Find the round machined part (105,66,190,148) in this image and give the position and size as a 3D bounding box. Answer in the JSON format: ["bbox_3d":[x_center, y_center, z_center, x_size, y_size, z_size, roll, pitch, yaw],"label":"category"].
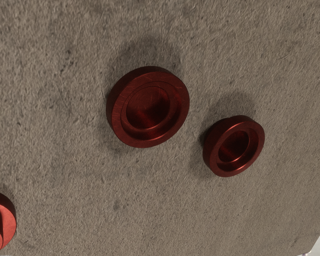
[{"bbox_3d":[-0.018,-0.028,0.370,0.099,0.042,0.097,-14,125,-21],"label":"round machined part"}]

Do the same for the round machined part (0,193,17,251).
[{"bbox_3d":[-0.217,0.120,0.352,0.099,0.042,0.097,-14,125,-21],"label":"round machined part"}]

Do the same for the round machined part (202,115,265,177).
[{"bbox_3d":[0.106,0.023,0.471,0.099,0.042,0.097,-14,125,-21],"label":"round machined part"}]
